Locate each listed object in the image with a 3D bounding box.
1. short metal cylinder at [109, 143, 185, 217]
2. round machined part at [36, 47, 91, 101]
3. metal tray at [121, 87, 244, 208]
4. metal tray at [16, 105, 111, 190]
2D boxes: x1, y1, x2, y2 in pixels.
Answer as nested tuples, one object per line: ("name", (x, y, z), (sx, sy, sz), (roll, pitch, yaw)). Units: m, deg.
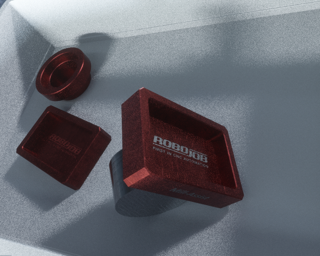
("short metal cylinder", (-0.012, 0.058, 0.341), (0.080, 0.080, 0.050), (-25, 53, 12))
("round machined part", (-0.158, -0.086, 0.528), (0.098, 0.042, 0.098), (-13, 56, 20))
("metal tray", (0.024, 0.024, 0.309), (0.030, 0.131, 0.090), (-36, 47, 37))
("metal tray", (-0.145, 0.025, 0.461), (0.130, 0.030, 0.090), (21, 73, 35))
